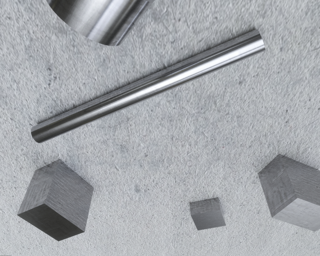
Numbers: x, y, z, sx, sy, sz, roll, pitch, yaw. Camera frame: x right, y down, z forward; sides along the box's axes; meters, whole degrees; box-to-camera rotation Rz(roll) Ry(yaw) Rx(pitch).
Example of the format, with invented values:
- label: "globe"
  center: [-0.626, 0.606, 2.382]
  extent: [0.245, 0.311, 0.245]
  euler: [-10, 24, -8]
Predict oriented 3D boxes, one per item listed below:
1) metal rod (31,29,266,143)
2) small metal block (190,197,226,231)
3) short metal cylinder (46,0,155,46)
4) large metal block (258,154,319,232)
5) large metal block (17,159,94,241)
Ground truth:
- label: "metal rod"
  center: [-0.028, -0.042, 0.370]
  extent: [0.300, 0.025, 0.025]
  euler: [-21, 127, 16]
- label: "small metal block"
  center: [0.083, 0.149, 0.535]
  extent: [0.050, 0.025, 0.050]
  euler: [-14, 129, 11]
- label: "short metal cylinder"
  center: [-0.051, -0.118, 0.270]
  extent: [0.080, 0.080, 0.050]
  euler: [31, 124, -24]
- label: "large metal block"
  center: [0.201, 0.094, 0.454]
  extent: [0.080, 0.080, 0.050]
  euler: [21, 127, -17]
- label: "large metal block"
  center: [-0.150, 0.107, 0.461]
  extent: [0.050, 0.080, 0.080]
  euler: [-25, 126, 19]
